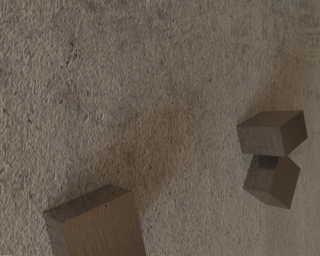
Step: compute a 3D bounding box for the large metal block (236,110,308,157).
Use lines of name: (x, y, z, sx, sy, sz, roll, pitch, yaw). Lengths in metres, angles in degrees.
large metal block: (0.191, 0.007, 0.529, 0.081, 0.080, 0.050, -26, 107, -37)

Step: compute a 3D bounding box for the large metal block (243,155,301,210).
large metal block: (0.203, 0.091, 0.558, 0.080, 0.050, 0.080, 36, 68, -34)

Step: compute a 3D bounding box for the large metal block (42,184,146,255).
large metal block: (-0.068, 0.115, 0.332, 0.081, 0.050, 0.079, -18, 102, -39)
